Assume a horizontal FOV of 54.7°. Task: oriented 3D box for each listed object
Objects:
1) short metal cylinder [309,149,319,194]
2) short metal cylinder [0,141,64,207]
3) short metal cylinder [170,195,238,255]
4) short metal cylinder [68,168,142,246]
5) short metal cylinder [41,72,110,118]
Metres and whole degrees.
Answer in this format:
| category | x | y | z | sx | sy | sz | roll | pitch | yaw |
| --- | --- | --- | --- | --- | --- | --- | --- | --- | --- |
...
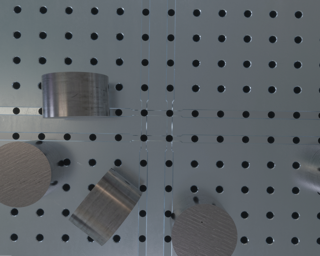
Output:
| category | x | y | z | sx | sy | sz | roll | pitch | yaw |
| --- | --- | --- | --- | --- | --- | --- | --- | --- | --- |
| short metal cylinder | 0.246 | 0.060 | 0.403 | 0.081 | 0.050 | 0.079 | 0 | 90 | 0 |
| short metal cylinder | -0.172 | 0.056 | 0.399 | 0.081 | 0.050 | 0.080 | 0 | 90 | 0 |
| short metal cylinder | 0.054 | 0.132 | 0.401 | 0.081 | 0.050 | 0.079 | 0 | 90 | 0 |
| short metal cylinder | -0.067 | 0.097 | 0.385 | 0.050 | 0.080 | 0.080 | 39 | 90 | 0 |
| short metal cylinder | -0.104 | -0.038 | 0.385 | 0.081 | 0.080 | 0.050 | -2 | 90 | 0 |
